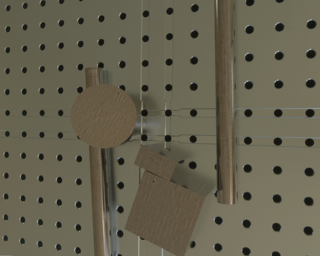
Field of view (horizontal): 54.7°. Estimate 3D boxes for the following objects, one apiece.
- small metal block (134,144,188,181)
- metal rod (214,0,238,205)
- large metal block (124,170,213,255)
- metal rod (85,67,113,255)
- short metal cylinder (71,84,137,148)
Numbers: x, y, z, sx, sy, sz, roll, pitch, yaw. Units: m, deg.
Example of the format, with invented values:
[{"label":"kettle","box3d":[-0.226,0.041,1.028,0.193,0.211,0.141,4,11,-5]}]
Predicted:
[{"label":"small metal block","box3d":[0.002,0.042,0.398,0.050,0.050,0.025,23,98,18]},{"label":"metal rod","box3d":[0.081,-0.058,0.383,0.025,0.025,0.298,-1,90,19]},{"label":"large metal block","box3d":[0.012,0.102,0.394,0.080,0.050,0.080,21,97,18]},{"label":"metal rod","box3d":[-0.087,0.064,0.441,0.025,0.025,0.298,-4,89,19]},{"label":"short metal cylinder","box3d":[-0.072,-0.014,0.407,0.081,0.050,0.079,0,89,-8]}]
